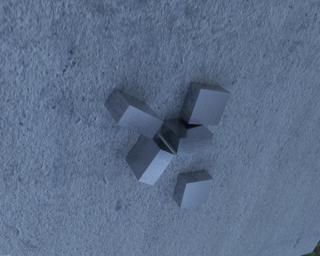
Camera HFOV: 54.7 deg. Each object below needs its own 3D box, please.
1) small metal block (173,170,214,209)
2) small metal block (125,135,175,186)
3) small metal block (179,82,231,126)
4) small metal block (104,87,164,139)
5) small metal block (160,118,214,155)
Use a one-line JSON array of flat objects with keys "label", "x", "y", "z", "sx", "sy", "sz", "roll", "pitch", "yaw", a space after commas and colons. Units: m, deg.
[{"label": "small metal block", "x": 0.053, "y": 0.098, "z": 0.496, "sx": 0.050, "sy": 0.025, "sz": 0.050, "roll": -4, "pitch": 120, "yaw": -27}, {"label": "small metal block", "x": -0.015, "y": 0.038, "z": 0.406, "sx": 0.025, "sy": 0.050, "sz": 0.050, "roll": 26, "pitch": 104, "yaw": -37}, {"label": "small metal block", "x": 0.061, "y": -0.032, "z": 0.420, "sx": 0.050, "sy": 0.025, "sz": 0.050, "roll": 3, "pitch": 117, "yaw": -30}, {"label": "small metal block", "x": -0.031, "y": -0.018, "z": 0.363, "sx": 0.050, "sy": 0.050, "sz": 0.025, "roll": 25, "pitch": 105, "yaw": -37}, {"label": "small metal block", "x": 0.035, "y": 0.009, "z": 0.415, "sx": 0.050, "sy": 0.050, "sz": 0.025, "roll": -6, "pitch": 121, "yaw": -25}]
